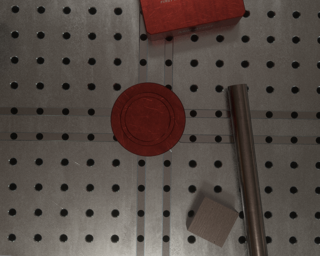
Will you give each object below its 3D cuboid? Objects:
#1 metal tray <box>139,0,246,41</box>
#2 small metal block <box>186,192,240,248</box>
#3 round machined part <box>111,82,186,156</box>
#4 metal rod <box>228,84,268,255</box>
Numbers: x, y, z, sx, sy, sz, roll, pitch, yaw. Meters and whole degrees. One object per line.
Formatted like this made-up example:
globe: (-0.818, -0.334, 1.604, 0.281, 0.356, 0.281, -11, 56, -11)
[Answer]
metal tray: (0.038, -0.175, 0.411, 0.131, 0.030, 0.089, -12, 90, -1)
small metal block: (0.069, 0.122, 0.414, 0.050, 0.025, 0.050, 27, 90, -1)
round machined part: (-0.015, -0.011, 0.405, 0.099, 0.042, 0.097, 0, 90, -1)
metal rod: (0.122, 0.091, 0.415, 0.025, 0.025, 0.298, -7, 90, 0)
